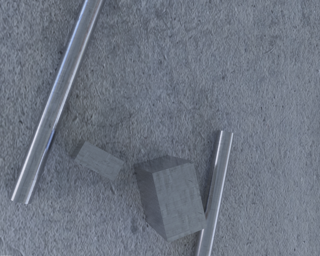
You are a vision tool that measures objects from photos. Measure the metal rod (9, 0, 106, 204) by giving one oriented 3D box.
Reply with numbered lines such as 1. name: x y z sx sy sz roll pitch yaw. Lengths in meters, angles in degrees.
1. metal rod: -0.112 -0.059 0.367 0.025 0.025 0.299 20 83 -19

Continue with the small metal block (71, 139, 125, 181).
1. small metal block: -0.075 0.037 0.368 0.050 0.050 0.025 31 80 -18

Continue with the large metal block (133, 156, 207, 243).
1. large metal block: 0.009 0.082 0.384 0.050 0.080 0.080 -14 95 -20

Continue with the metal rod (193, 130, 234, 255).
1. metal rod: 0.064 0.152 0.433 0.025 0.025 0.298 13 86 -20
